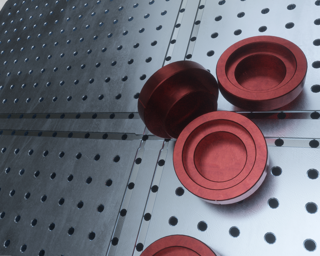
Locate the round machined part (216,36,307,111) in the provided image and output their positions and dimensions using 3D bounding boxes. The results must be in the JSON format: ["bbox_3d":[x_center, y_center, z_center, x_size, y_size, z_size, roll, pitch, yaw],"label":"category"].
[{"bbox_3d":[0.118,-0.059,0.366,0.098,0.042,0.098,-8,56,12],"label":"round machined part"}]

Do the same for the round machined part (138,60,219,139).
[{"bbox_3d":[0.027,-0.025,0.361,0.098,0.098,0.042,-38,46,3],"label":"round machined part"}]

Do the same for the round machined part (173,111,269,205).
[{"bbox_3d":[0.067,0.034,0.337,0.098,0.042,0.098,-9,64,19],"label":"round machined part"}]

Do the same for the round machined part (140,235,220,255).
[{"bbox_3d":[0.022,0.155,0.291,0.098,0.042,0.098,-13,56,21],"label":"round machined part"}]
